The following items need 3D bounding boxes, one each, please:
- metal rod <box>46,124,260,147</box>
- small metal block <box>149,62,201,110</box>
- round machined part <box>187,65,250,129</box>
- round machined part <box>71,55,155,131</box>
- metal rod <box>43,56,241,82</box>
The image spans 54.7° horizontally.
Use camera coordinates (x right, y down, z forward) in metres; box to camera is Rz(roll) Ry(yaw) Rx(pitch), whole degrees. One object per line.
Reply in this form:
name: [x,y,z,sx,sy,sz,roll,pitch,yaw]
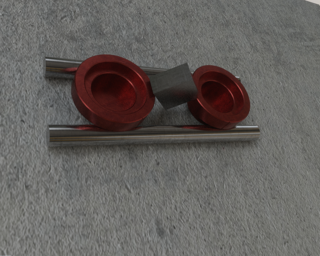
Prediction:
metal rod: [0.012,0.008,0.406,0.303,0.025,0.025,0,62,-28]
small metal block: [0.020,-0.052,0.398,0.050,0.050,0.025,-20,64,11]
round machined part: [0.079,-0.041,0.455,0.099,0.042,0.098,14,56,-21]
round machined part: [-0.059,-0.039,0.380,0.099,0.042,0.098,14,56,-21]
metal rod: [-0.007,-0.075,0.446,0.303,0.025,0.025,0,62,-28]
